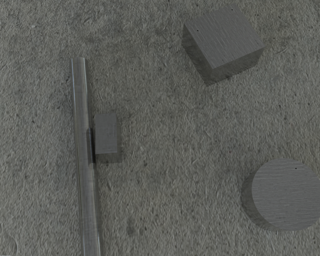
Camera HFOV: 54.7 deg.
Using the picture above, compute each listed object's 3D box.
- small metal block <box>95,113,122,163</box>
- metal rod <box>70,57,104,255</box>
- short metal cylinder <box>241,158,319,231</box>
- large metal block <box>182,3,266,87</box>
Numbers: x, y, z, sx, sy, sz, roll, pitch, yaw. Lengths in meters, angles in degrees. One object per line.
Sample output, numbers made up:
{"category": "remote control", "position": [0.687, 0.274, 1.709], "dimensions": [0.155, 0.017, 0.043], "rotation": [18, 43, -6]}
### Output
{"category": "small metal block", "position": [-0.064, 0.014, 0.389], "dimensions": [0.025, 0.050, 0.050], "rotation": [-4, 70, -1]}
{"category": "metal rod", "position": [-0.093, 0.045, 0.390], "dimensions": [0.025, 0.025, 0.299], "rotation": [-8, 70, -3]}
{"category": "short metal cylinder", "position": [0.142, 0.080, 0.366], "dimensions": [0.081, 0.050, 0.080], "rotation": [0, 70, 0]}
{"category": "large metal block", "position": [0.086, -0.117, 0.438], "dimensions": [0.080, 0.050, 0.080], "rotation": [-24, 72, -9]}
